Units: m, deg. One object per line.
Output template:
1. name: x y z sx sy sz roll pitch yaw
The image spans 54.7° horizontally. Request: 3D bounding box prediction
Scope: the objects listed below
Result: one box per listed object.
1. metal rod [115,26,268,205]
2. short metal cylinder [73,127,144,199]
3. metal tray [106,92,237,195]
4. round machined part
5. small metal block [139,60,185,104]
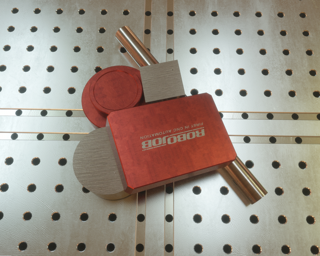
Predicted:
1. metal rod: 0.033 -0.028 0.418 0.025 0.025 0.300 -35 74 -12
2. short metal cylinder: -0.059 0.044 0.378 0.081 0.050 0.080 0 70 0
3. metal tray: 0.012 0.015 0.359 0.131 0.030 0.090 -13 70 -18
4. round machined part: -0.056 -0.042 0.412 0.099 0.042 0.098 0 70 1
5. small metal block: 0.003 -0.056 0.403 0.050 0.025 0.050 -11 73 1
